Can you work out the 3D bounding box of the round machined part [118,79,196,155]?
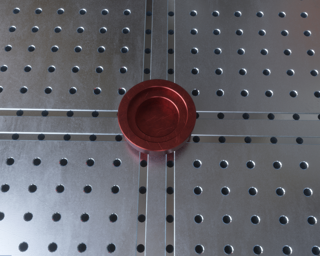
[{"bbox_3d":[-0.004,-0.011,0.406,0.099,0.042,0.098,0,70,0],"label":"round machined part"}]
